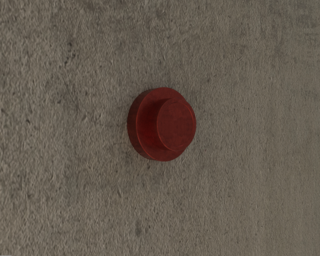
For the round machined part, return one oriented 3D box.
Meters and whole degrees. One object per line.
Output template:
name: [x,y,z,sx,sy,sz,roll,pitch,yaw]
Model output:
round machined part: [0.009,-0.005,0.404,0.099,0.042,0.097,0,90,-40]
